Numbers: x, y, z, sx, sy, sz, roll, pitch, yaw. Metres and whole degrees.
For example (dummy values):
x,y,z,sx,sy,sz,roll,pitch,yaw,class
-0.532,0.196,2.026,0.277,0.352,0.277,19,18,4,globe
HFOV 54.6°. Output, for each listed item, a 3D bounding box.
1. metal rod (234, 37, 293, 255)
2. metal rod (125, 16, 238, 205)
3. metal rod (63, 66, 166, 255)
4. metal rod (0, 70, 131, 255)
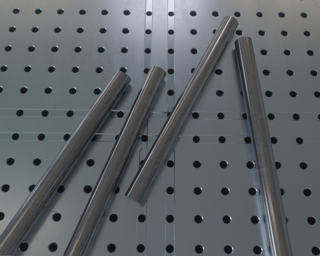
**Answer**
x,y,z,sx,sy,sz,roll,pitch,yaw,class
0.132,0.013,0.407,0.025,0.025,0.299,-3,70,-1,metal rod
0.037,-0.036,0.425,0.025,0.025,0.300,26,72,9,metal rod
-0.058,0.050,0.393,0.025,0.025,0.300,20,71,7,metal rod
-0.125,0.049,0.393,0.025,0.025,0.300,28,72,10,metal rod
